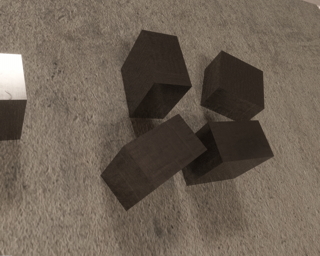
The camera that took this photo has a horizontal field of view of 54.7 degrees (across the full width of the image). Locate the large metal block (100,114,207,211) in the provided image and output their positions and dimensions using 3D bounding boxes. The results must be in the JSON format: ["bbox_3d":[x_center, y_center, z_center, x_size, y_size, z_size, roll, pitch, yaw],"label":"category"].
[{"bbox_3d":[-0.008,0.038,0.342,0.081,0.080,0.050,-31,79,-38],"label":"large metal block"}]

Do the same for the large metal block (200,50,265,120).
[{"bbox_3d":[0.115,-0.064,0.491,0.080,0.050,0.080,22,53,-15],"label":"large metal block"}]

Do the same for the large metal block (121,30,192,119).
[{"bbox_3d":[-0.009,-0.067,0.406,0.050,0.080,0.080,1,61,-28],"label":"large metal block"}]

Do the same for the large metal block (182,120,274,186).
[{"bbox_3d":[0.080,0.032,0.394,0.081,0.080,0.050,-2,63,-30],"label":"large metal block"}]

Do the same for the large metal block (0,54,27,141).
[{"bbox_3d":[-0.175,-0.026,0.291,0.081,0.080,0.050,-4,64,-30],"label":"large metal block"}]
